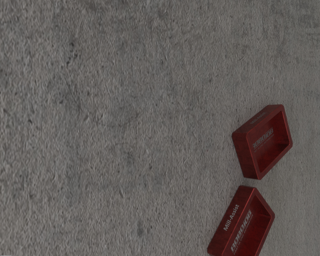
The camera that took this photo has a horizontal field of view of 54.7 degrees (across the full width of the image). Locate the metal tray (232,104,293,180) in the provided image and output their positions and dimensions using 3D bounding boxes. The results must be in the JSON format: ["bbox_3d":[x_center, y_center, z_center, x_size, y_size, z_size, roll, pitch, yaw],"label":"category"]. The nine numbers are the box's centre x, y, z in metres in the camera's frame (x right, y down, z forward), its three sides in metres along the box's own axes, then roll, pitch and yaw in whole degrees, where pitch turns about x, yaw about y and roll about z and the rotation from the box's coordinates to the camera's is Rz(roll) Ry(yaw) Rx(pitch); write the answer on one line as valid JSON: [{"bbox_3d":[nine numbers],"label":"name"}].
[{"bbox_3d":[0.188,0.022,0.558,0.131,0.030,0.090,-32,110,-35],"label":"metal tray"}]

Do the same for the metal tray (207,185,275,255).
[{"bbox_3d":[0.140,0.174,0.518,0.090,0.030,0.130,51,60,-28],"label":"metal tray"}]
